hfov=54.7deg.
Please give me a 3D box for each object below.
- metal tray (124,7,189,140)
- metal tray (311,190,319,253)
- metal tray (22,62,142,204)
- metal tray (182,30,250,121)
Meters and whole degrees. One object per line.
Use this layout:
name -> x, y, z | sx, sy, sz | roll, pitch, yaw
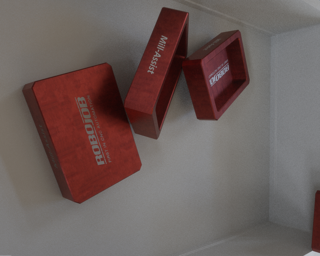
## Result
metal tray -> 0.000, -0.061, 0.364 | 0.090, 0.030, 0.130 | 81, 27, -69
metal tray -> 0.287, 0.148, 0.491 | 0.131, 0.030, 0.090 | 12, 82, -39
metal tray -> -0.079, 0.003, 0.337 | 0.091, 0.030, 0.129 | -26, 106, -37
metal tray -> 0.088, -0.080, 0.455 | 0.131, 0.030, 0.090 | -43, 124, -41
